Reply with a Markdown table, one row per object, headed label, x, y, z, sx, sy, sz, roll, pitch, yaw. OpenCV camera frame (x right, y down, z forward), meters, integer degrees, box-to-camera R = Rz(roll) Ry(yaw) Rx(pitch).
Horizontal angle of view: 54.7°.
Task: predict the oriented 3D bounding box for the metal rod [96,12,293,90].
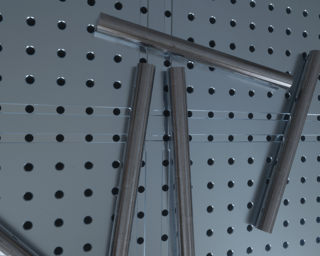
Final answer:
| label | x | y | z | sx | sy | sz | roll | pitch | yaw |
| --- | --- | --- | --- | --- | --- | --- | --- | --- | --- |
| metal rod | 0.062 | -0.102 | 0.436 | 0.302 | 0.025 | 0.025 | 12 | 86 | -20 |

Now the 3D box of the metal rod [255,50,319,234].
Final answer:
| label | x | y | z | sx | sy | sz | roll | pitch | yaw |
| --- | --- | --- | --- | --- | --- | --- | --- | --- | --- |
| metal rod | 0.208 | 0.017 | 0.491 | 0.025 | 0.025 | 0.299 | 22 | 82 | -19 |

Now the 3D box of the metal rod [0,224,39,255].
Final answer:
| label | x | y | z | sx | sy | sz | roll | pitch | yaw |
| --- | --- | --- | --- | --- | --- | --- | --- | --- | --- |
| metal rod | -0.153 | 0.155 | 0.356 | 0.025 | 0.025 | 0.300 | -46 | 105 | -14 |

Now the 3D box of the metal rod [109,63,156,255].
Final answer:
| label | x | y | z | sx | sy | sz | roll | pitch | yaw |
| --- | --- | --- | --- | --- | --- | --- | --- | --- | --- |
| metal rod | -0.039 | 0.065 | 0.399 | 0.025 | 0.025 | 0.298 | 9 | 87 | -20 |

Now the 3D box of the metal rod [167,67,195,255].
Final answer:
| label | x | y | z | sx | sy | sz | roll | pitch | yaw |
| --- | --- | --- | --- | --- | --- | --- | --- | --- | --- |
| metal rod | 0.030 | 0.068 | 0.425 | 0.025 | 0.025 | 0.298 | -4 | 91 | -20 |
